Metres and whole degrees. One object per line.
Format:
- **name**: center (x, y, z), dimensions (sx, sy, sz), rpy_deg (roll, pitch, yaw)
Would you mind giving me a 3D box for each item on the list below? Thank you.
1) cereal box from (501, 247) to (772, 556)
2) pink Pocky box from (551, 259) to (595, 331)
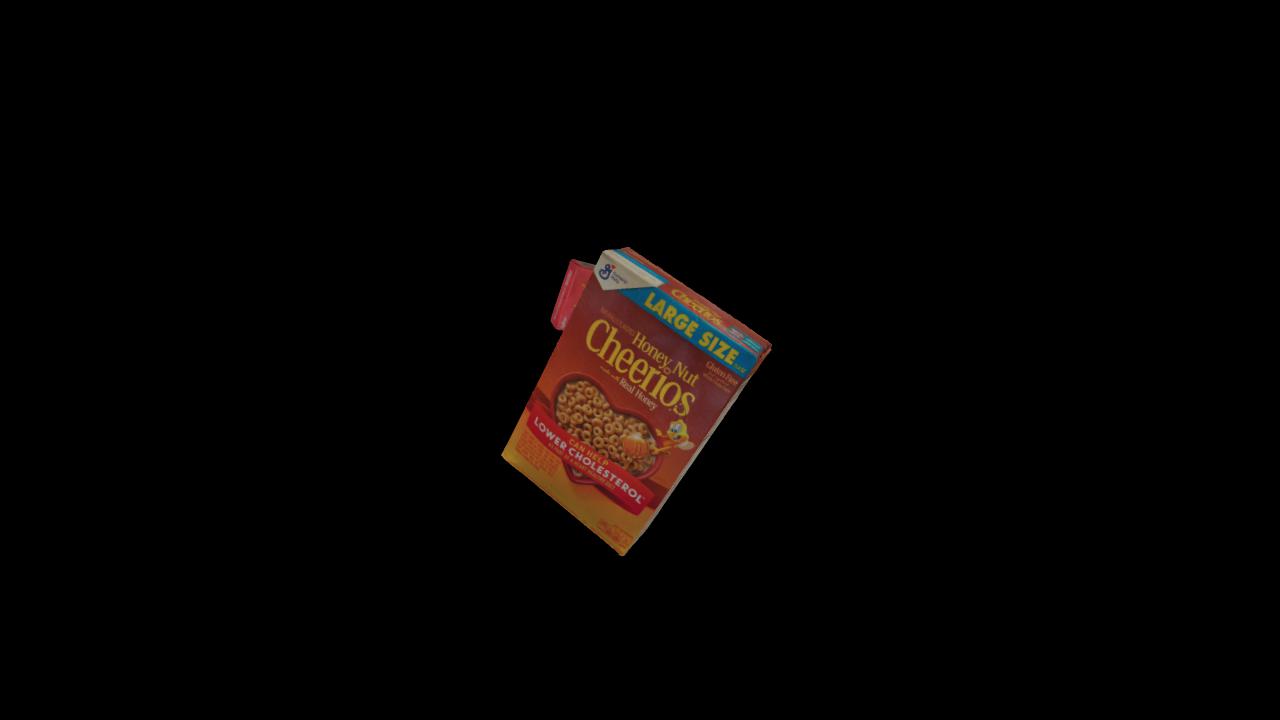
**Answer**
- **cereal box**: center (-0.016, 0.050, 0.714), dimensions (0.203, 0.306, 0.081), rpy_deg (37, 26, 13)
- **pink Pocky box**: center (-0.026, -0.066, 0.759), dimensions (0.155, 0.084, 0.029), rpy_deg (10, 23, -30)
